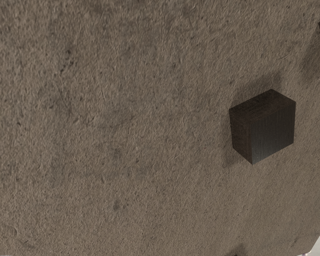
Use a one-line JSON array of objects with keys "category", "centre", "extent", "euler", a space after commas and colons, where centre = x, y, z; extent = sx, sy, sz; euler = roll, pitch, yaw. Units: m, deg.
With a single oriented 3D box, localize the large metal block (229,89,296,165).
[{"category": "large metal block", "centre": [0.158, -0.002, 0.478], "extent": [0.081, 0.050, 0.080], "euler": [-25, 128, -13]}]
